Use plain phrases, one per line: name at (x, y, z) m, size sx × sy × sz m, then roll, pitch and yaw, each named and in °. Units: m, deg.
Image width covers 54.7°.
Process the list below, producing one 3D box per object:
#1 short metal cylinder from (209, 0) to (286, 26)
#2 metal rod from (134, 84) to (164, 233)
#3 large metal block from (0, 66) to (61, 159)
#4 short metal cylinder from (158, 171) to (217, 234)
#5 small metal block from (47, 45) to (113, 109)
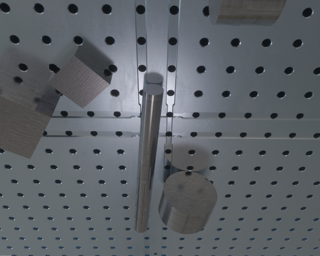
short metal cylinder at (0.073, -0.130, 0.266) m, size 0.050 × 0.080 × 0.079 m, roll 0°, pitch 130°, yaw 0°
metal rod at (-0.021, 0.067, 0.467) m, size 0.025 × 0.025 × 0.298 m, roll 4°, pitch 130°, yaw -4°
large metal block at (-0.179, -0.018, 0.378) m, size 0.080 × 0.050 × 0.080 m, roll 25°, pitch 126°, yaw -20°
short metal cylinder at (0.041, 0.112, 0.471) m, size 0.081 × 0.080 × 0.050 m, roll 7°, pitch 130°, yaw -6°
small metal block at (-0.092, -0.058, 0.361) m, size 0.050 × 0.025 × 0.050 m, roll -35°, pitch 122°, yaw 26°
